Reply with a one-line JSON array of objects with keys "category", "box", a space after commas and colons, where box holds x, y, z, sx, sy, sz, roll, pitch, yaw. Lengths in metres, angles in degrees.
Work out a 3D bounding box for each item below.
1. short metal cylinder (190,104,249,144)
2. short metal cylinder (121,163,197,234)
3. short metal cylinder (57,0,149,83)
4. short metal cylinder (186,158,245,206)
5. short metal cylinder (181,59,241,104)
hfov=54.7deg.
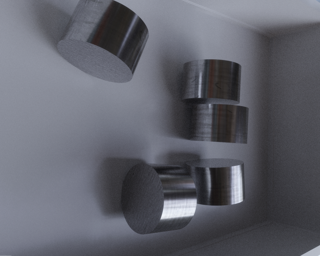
[{"category": "short metal cylinder", "box": [0.085, -0.004, 0.444, 0.081, 0.080, 0.050, 6, 87, -40]}, {"category": "short metal cylinder", "box": [-0.003, 0.083, 0.371, 0.050, 0.080, 0.080, 9, 85, -40]}, {"category": "short metal cylinder", "box": [-0.058, -0.089, 0.323, 0.080, 0.080, 0.050, 31, 71, -36]}, {"category": "short metal cylinder", "box": [0.078, 0.074, 0.439, 0.081, 0.080, 0.050, -5, 93, -40]}, {"category": "short metal cylinder", "box": [0.071, -0.061, 0.433, 0.081, 0.080, 0.050, 5, 87, -40]}]
